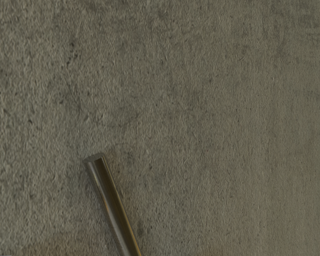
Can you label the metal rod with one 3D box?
[{"bbox_3d":[-0.029,0.170,0.380,0.025,0.025,0.298,-29,108,-36],"label":"metal rod"}]
